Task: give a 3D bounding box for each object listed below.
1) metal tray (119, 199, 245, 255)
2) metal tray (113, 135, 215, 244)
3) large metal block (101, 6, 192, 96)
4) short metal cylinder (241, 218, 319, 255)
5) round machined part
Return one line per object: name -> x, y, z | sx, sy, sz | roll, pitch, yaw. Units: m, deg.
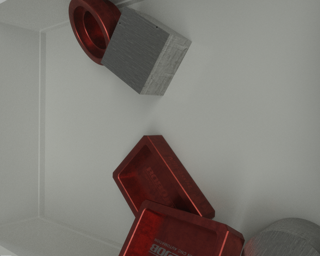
metal tray -> 0.014, 0.133, 0.323 | 0.130, 0.030, 0.090 | 2, 61, 50
metal tray -> -0.001, 0.084, 0.402 | 0.090, 0.030, 0.130 | -50, 61, 28
large metal block -> -0.019, -0.098, 0.400 | 0.080, 0.050, 0.080 | 40, 115, 27
short metal cylinder -> 0.123, 0.130, 0.288 | 0.080, 0.050, 0.079 | 0, 90, 39
round machined part -> -0.084, -0.143, 0.443 | 0.098, 0.042, 0.097 | 37, 147, 29
